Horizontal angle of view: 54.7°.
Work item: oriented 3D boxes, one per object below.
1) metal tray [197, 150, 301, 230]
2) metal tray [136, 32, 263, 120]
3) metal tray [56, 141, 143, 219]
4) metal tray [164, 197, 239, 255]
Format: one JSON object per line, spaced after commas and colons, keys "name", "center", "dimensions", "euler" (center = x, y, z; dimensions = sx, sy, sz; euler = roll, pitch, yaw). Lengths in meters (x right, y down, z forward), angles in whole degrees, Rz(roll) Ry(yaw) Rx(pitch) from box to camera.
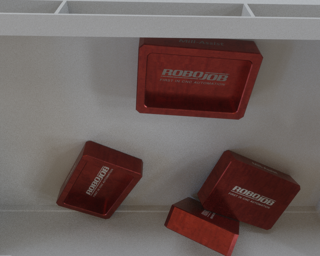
{"name": "metal tray", "center": [0.135, 0.097, 0.472], "dimensions": [0.131, 0.030, 0.089], "euler": [23, 108, -18]}
{"name": "metal tray", "center": [0.040, -0.057, 0.357], "dimensions": [0.131, 0.030, 0.089], "euler": [4, 130, -4]}
{"name": "metal tray", "center": [-0.094, 0.085, 0.476], "dimensions": [0.091, 0.030, 0.129], "euler": [23, 127, -19]}
{"name": "metal tray", "center": [0.066, 0.137, 0.449], "dimensions": [0.090, 0.130, 0.030], "euler": [21, 88, 16]}
